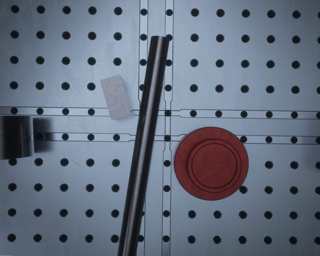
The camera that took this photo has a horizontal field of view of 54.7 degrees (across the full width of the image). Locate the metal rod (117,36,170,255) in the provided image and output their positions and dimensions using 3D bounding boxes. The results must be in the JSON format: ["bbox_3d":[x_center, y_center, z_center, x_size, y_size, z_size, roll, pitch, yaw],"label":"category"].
[{"bbox_3d":[-0.022,0.028,0.413,0.025,0.025,0.298,9,90,-1],"label":"metal rod"}]

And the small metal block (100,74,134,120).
[{"bbox_3d":[-0.054,-0.038,0.400,0.025,0.050,0.050,-16,90,0],"label":"small metal block"}]

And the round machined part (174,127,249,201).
[{"bbox_3d":[0.068,0.047,0.406,0.099,0.042,0.097,0,90,-1],"label":"round machined part"}]

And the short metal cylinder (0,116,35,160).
[{"bbox_3d":[-0.200,0.012,0.383,0.081,0.080,0.050,-3,90,-1],"label":"short metal cylinder"}]
